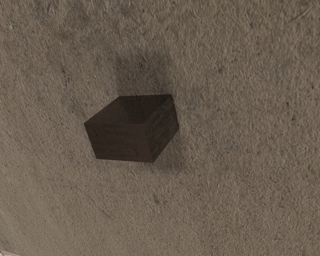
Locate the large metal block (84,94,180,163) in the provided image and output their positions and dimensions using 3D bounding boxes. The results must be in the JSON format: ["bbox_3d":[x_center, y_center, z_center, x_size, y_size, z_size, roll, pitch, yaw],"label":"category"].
[{"bbox_3d":[-0.032,-0.002,0.385,0.080,0.080,0.050,1,119,27],"label":"large metal block"}]
